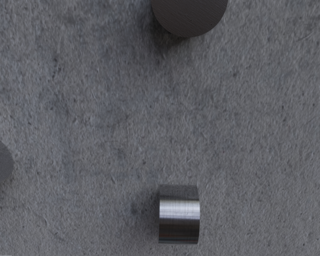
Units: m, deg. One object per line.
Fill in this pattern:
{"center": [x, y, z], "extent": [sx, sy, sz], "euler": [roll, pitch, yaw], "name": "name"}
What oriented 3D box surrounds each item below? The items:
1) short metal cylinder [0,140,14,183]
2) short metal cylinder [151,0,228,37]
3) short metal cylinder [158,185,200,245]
{"center": [-0.239, 0.046, 0.394], "extent": [0.050, 0.080, 0.080], "euler": [-36, 107, 12], "name": "short metal cylinder"}
{"center": [0.031, -0.144, 0.344], "extent": [0.081, 0.050, 0.079], "euler": [0, 110, -1], "name": "short metal cylinder"}
{"center": [0.024, 0.118, 0.424], "extent": [0.050, 0.080, 0.079], "euler": [2, 110, -1], "name": "short metal cylinder"}
